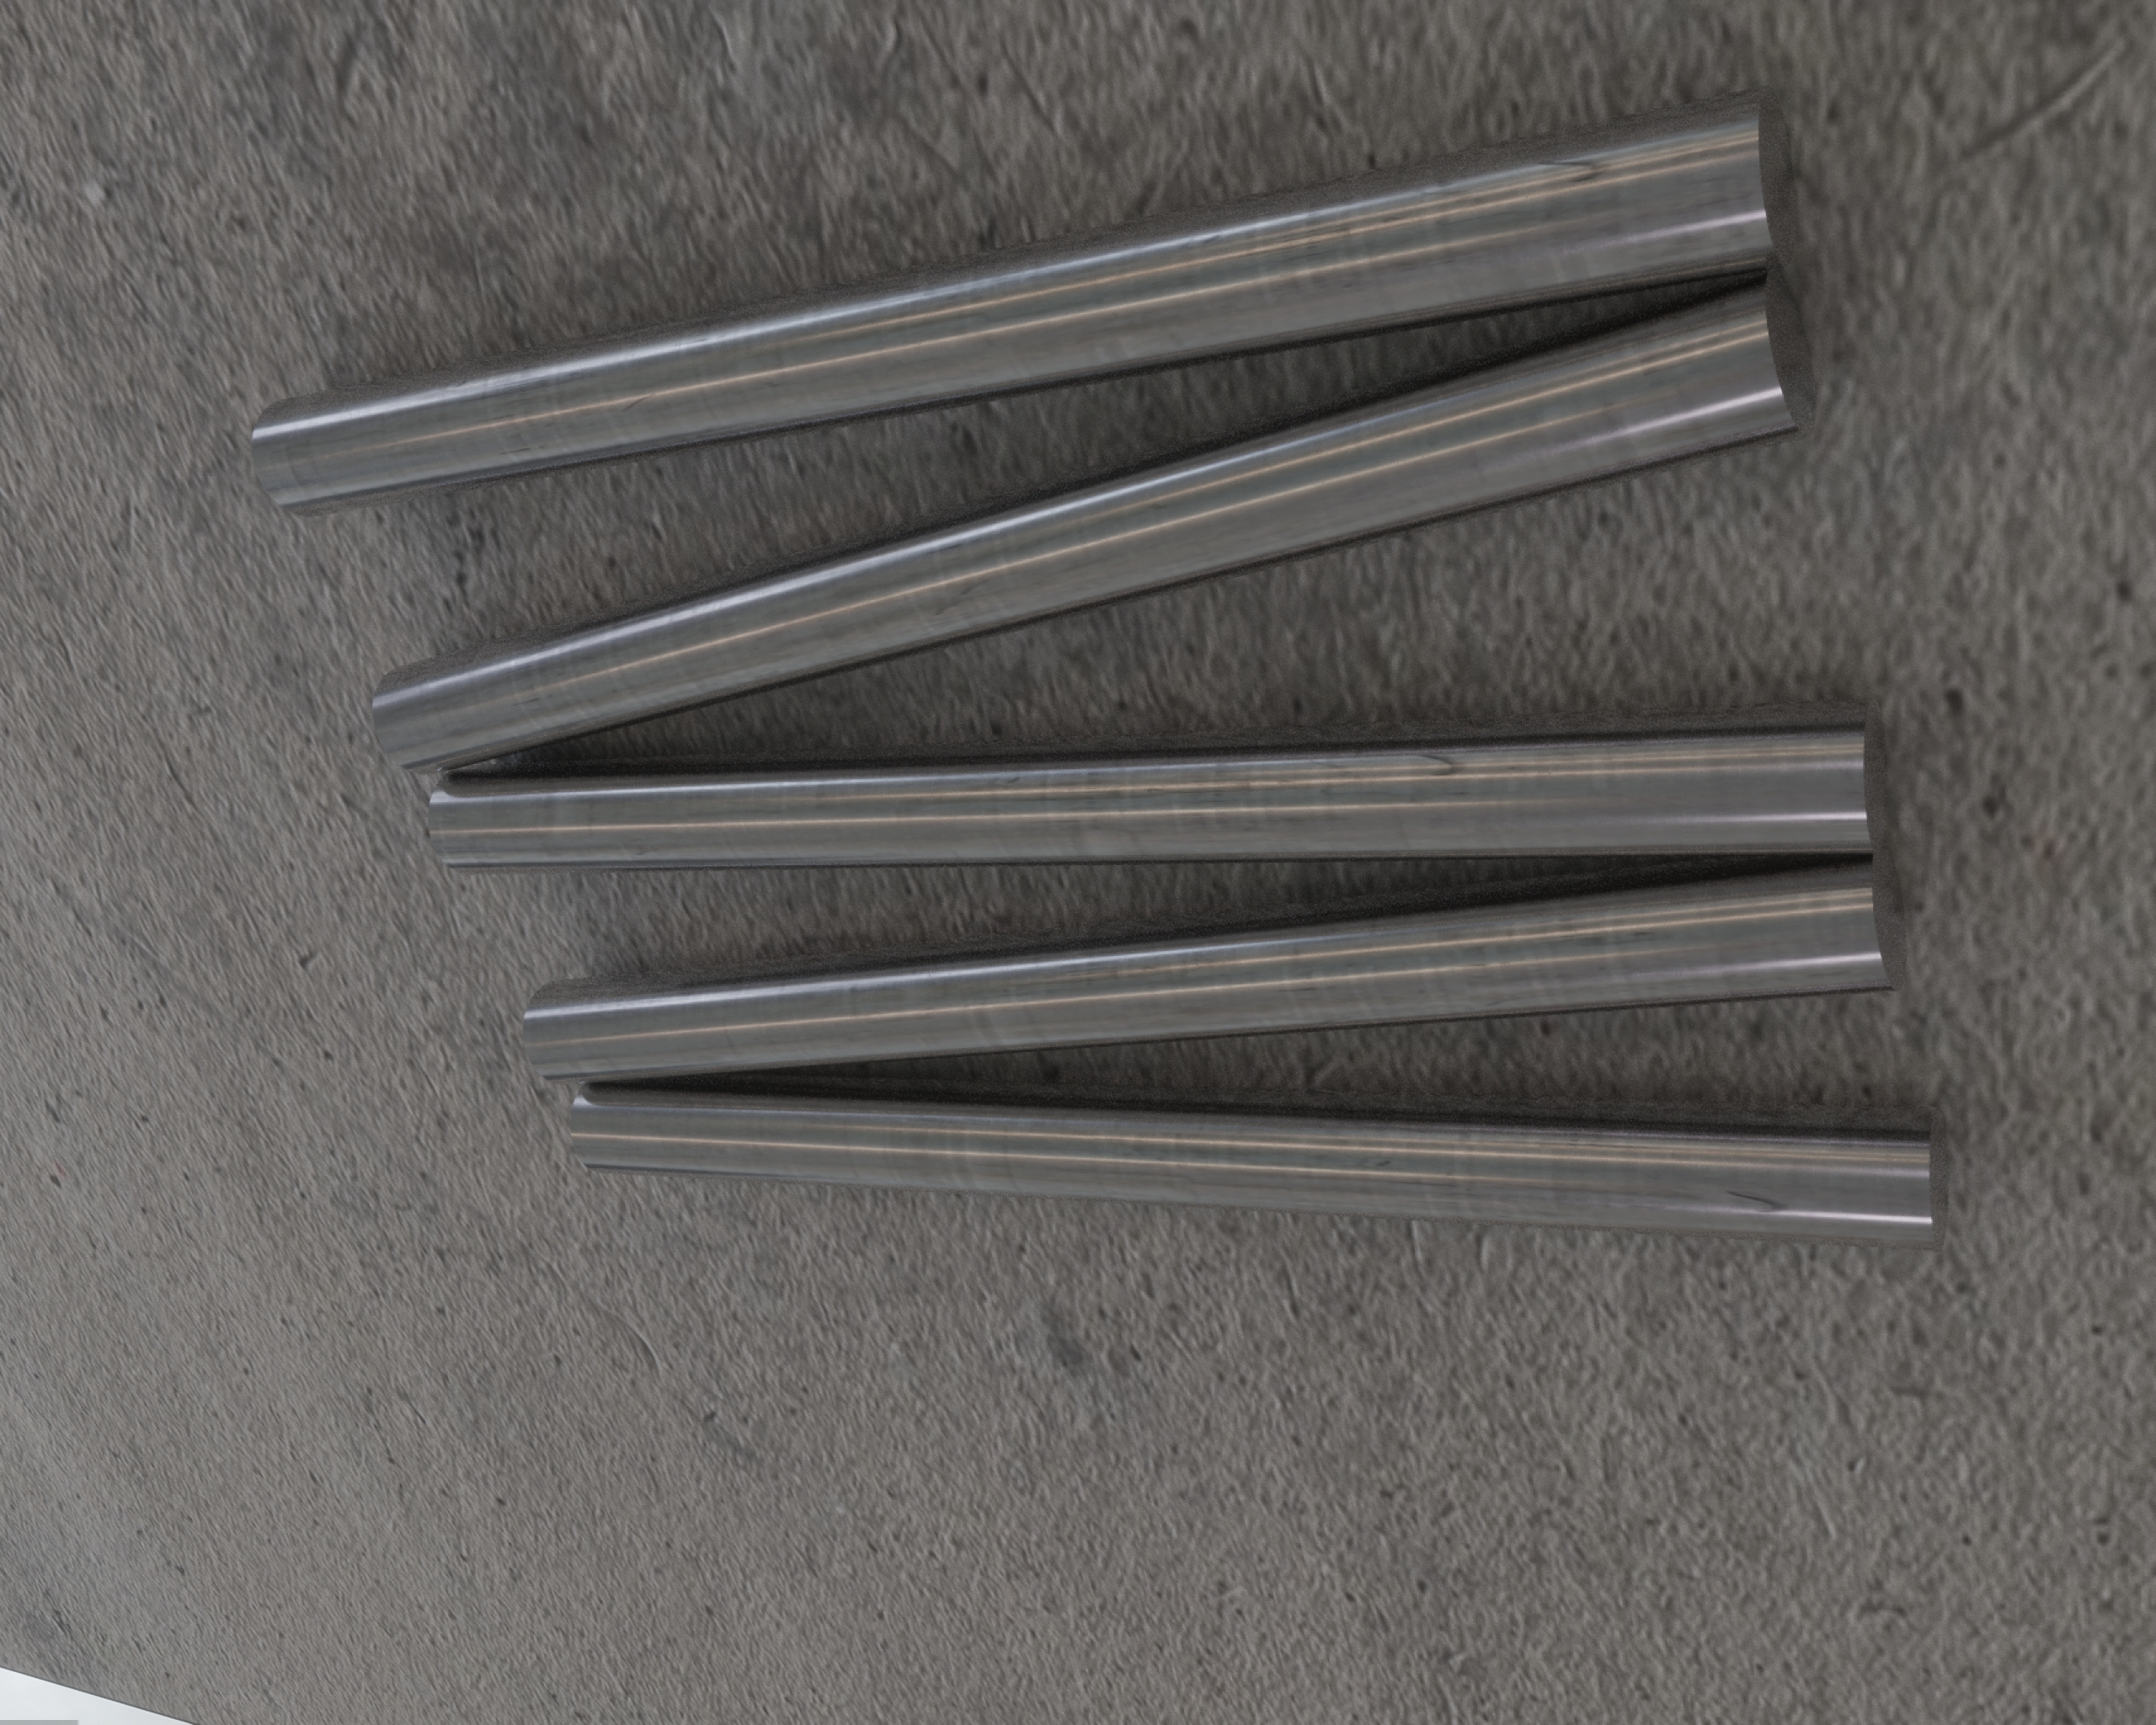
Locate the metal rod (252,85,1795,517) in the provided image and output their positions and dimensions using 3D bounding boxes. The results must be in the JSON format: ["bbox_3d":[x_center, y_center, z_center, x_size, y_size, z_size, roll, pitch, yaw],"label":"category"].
[{"bbox_3d":[-0.032,-0.091,0.367,0.300,0.025,0.025,-2,117,29],"label":"metal rod"}]

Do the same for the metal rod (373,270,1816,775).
[{"bbox_3d":[-0.021,-0.053,0.384,0.300,0.025,0.025,-10,114,32],"label":"metal rod"}]

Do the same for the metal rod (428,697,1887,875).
[{"bbox_3d":[-0.006,-0.012,0.402,0.300,0.025,0.025,-1,118,28],"label":"metal rod"}]

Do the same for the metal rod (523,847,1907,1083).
[{"bbox_3d":[0.005,0.025,0.419,0.300,0.025,0.025,-7,115,31],"label":"metal rod"}]

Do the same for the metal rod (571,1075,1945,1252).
[{"bbox_3d":[0.018,0.059,0.433,0.300,0.025,0.025,-2,118,29],"label":"metal rod"}]
